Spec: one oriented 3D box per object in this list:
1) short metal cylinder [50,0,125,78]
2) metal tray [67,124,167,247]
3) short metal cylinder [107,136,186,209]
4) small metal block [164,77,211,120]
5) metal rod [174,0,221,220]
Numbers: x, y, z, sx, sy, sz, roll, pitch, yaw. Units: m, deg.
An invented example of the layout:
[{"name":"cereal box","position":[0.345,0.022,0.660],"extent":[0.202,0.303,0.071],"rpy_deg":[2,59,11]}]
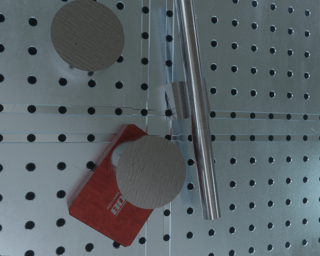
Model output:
[{"name":"short metal cylinder","position":[-0.087,-0.103,0.367],"extent":[0.081,0.050,0.079],"rpy_deg":[0,90,-20]},{"name":"metal tray","position":[-0.043,0.070,0.394],"extent":[0.090,0.030,0.130],"rpy_deg":[38,78,-16]},{"name":"short metal cylinder","position":[-0.017,0.048,0.361],"extent":[0.081,0.050,0.079],"rpy_deg":[0,90,-20]},{"name":"small metal block","position":[0.038,-0.040,0.427],"extent":[0.050,0.025,0.050],"rpy_deg":[-12,94,-20]},{"name":"metal rod","position":[0.049,-0.030,0.403],"extent":[0.025,0.025,0.298],"rpy_deg":[-9,93,-20]}]
